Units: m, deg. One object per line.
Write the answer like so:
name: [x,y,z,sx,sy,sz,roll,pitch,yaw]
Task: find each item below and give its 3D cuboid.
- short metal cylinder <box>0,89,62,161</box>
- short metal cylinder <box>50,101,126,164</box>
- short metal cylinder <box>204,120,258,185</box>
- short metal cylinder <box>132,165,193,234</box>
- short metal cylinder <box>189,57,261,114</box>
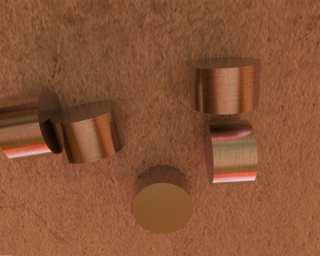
short metal cylinder: [-0.154,-0.003,0.377,0.050,0.080,0.079,-9,110,3]
short metal cylinder: [-0.086,0.003,0.380,0.080,0.080,0.050,-10,110,3]
short metal cylinder: [0.087,0.031,0.393,0.050,0.080,0.079,-4,110,1]
short metal cylinder: [0.004,0.099,0.433,0.081,0.050,0.079,0,110,-1]
short metal cylinder: [0.075,-0.052,0.362,0.081,0.080,0.050,-4,110,1]
